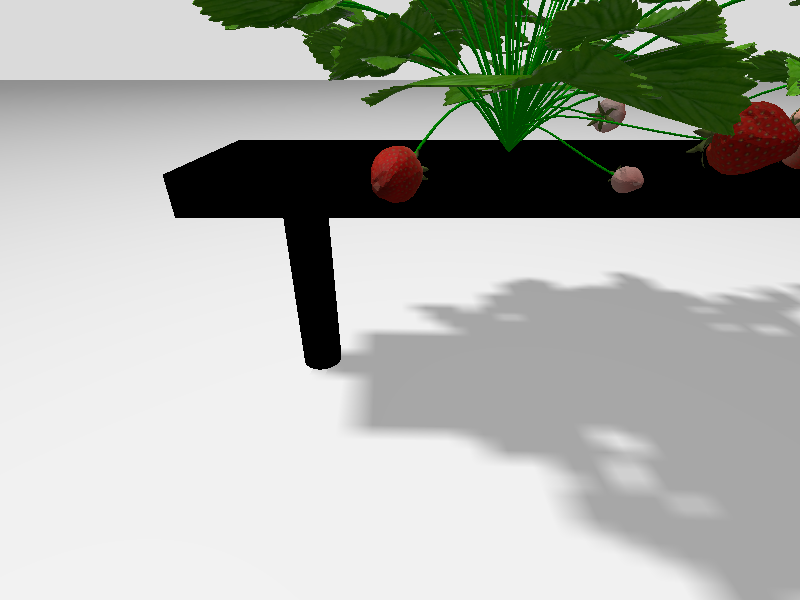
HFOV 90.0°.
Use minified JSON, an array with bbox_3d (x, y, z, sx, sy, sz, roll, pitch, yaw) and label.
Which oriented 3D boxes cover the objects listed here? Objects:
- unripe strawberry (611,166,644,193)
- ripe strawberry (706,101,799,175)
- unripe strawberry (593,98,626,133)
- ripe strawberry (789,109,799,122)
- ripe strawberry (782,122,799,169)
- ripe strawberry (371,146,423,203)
[{"bbox_3d":[0.123,-0.064,0.215,0.016,0.014,0.015,-7,32,-12],"label":"unripe strawberry"},{"bbox_3d":[0.215,-0.097,0.244,0.043,0.043,0.047,20,36,30],"label":"ripe strawberry"},{"bbox_3d":[0.220,-0.193,0.418,0.033,0.034,0.030,-22,37,-34],"label":"unripe strawberry"},{"bbox_3d":[0.343,-0.145,0.337,0.031,0.033,0.029,-1,30,-3],"label":"ripe strawberry"},{"bbox_3d":[0.273,-0.101,0.261,0.033,0.033,0.036,17,34,15],"label":"ripe strawberry"},{"bbox_3d":[-0.004,-0.061,0.200,0.027,0.028,0.029,18,42,28],"label":"ripe strawberry"}]
